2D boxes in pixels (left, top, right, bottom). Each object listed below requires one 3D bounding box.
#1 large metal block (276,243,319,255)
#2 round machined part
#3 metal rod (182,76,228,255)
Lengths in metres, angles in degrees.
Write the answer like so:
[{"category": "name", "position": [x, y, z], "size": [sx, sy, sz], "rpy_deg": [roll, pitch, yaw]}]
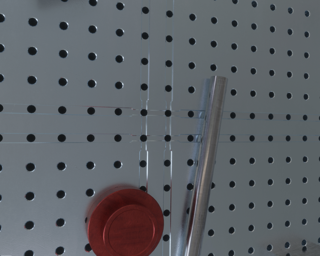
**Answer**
[{"category": "large metal block", "position": [0.235, 0.238, 0.487], "size": [0.081, 0.050, 0.079], "rpy_deg": [-6, 92, -20]}, {"category": "round machined part", "position": [-0.041, 0.125, 0.389], "size": [0.099, 0.042, 0.097], "rpy_deg": [0, 90, -20]}, {"category": "metal rod", "position": [0.060, 0.075, 0.435], "size": [0.025, 0.025, 0.298], "rpy_deg": [11, 86, -20]}]
